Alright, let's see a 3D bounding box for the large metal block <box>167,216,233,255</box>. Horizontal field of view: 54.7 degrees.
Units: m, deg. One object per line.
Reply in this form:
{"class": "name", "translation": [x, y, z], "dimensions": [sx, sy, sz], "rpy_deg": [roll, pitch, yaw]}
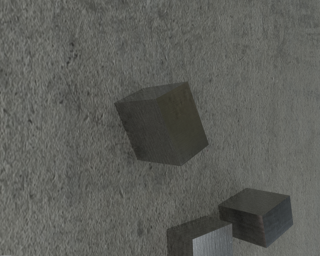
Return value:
{"class": "large metal block", "translation": [0.058, 0.178, 0.437], "dimensions": [0.081, 0.050, 0.079], "rpy_deg": [-4, 93, -40]}

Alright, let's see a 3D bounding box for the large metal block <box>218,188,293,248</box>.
{"class": "large metal block", "translation": [0.154, 0.140, 0.497], "dimensions": [0.081, 0.080, 0.050], "rpy_deg": [-17, 101, -39]}

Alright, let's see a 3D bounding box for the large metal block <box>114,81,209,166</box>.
{"class": "large metal block", "translation": [0.001, -0.005, 0.369], "dimensions": [0.050, 0.080, 0.080], "rpy_deg": [-33, 111, -35]}
